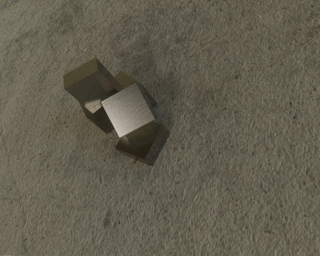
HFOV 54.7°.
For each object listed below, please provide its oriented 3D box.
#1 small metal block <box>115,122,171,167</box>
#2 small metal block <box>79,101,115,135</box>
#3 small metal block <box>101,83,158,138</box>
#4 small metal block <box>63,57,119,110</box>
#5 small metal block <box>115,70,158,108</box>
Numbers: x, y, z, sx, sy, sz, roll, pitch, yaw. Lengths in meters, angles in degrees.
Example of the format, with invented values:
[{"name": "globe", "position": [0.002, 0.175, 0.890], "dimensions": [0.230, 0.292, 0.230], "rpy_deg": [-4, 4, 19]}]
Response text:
[{"name": "small metal block", "position": [-0.022, 0.017, 0.405], "dimensions": [0.050, 0.025, 0.050], "rpy_deg": [17, 71, 34]}, {"name": "small metal block", "position": [-0.089, -0.025, 0.450], "dimensions": [0.025, 0.050, 0.050], "rpy_deg": [-38, 51, 2]}, {"name": "small metal block", "position": [-0.037, -0.022, 0.389], "dimensions": [0.050, 0.025, 0.050], "rpy_deg": [-28, 90, 10]}, {"name": "small metal block", "position": [-0.089, -0.057, 0.405], "dimensions": [0.050, 0.050, 0.025], "rpy_deg": [-26, 53, 12]}, {"name": "small metal block", "position": [-0.037, -0.048, 0.437], "dimensions": [0.025, 0.050, 0.050], "rpy_deg": [-49, 52, -6]}]
